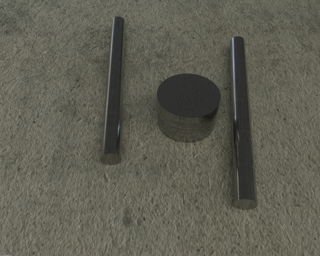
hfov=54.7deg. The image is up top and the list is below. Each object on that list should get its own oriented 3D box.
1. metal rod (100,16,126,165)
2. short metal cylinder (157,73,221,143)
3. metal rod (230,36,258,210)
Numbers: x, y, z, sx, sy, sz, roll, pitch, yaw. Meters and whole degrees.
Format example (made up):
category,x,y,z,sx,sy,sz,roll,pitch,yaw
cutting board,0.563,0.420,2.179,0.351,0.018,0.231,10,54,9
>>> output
category,x,y,z,sx,sy,sz,roll,pitch,yaw
metal rod,-0.067,-0.077,0.467,0.025,0.025,0.300,-2,50,-2
short metal cylinder,0.036,-0.027,0.410,0.081,0.050,0.080,0,50,0
metal rod,0.112,-0.031,0.429,0.025,0.025,0.300,6,50,5
